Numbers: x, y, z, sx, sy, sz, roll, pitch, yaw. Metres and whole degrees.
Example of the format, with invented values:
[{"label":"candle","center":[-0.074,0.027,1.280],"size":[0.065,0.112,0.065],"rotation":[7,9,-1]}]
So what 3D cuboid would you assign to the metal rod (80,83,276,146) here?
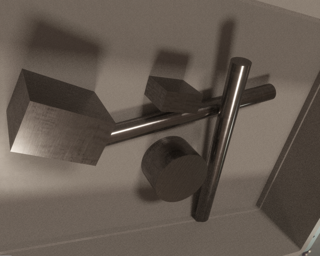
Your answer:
[{"label":"metal rod","center":[0.030,-0.017,0.416],"size":[0.302,0.025,0.025],"rotation":[-16,125,-20]}]

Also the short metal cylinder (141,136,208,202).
[{"label":"short metal cylinder","center":[0.020,0.058,0.441],"size":[0.081,0.050,0.079],"rotation":[-14,125,-21]}]

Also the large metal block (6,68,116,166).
[{"label":"large metal block","center":[-0.102,-0.011,0.311],"size":[0.081,0.080,0.050],"rotation":[16,110,-35]}]

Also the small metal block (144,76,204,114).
[{"label":"small metal block","center":[0.016,-0.041,0.377],"size":[0.050,0.050,0.025],"rotation":[2,118,-30]}]

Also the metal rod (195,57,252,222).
[{"label":"metal rod","center":[0.085,0.039,0.458],"size":[0.025,0.025,0.298],"rotation":[-13,131,-22]}]
